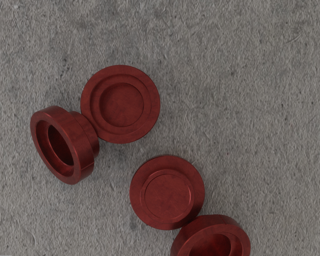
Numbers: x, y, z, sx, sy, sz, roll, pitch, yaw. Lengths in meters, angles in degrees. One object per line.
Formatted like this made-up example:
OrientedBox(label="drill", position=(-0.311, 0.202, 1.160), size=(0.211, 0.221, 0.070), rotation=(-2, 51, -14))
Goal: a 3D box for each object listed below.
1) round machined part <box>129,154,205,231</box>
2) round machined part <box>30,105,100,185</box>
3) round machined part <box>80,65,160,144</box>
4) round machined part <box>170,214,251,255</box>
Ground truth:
OrientedBox(label="round machined part", position=(0.009, 0.085, 0.401), size=(0.099, 0.042, 0.097), rotation=(0, 90, 0))
OrientedBox(label="round machined part", position=(-0.113, 0.017, 0.383), size=(0.042, 0.098, 0.098), rotation=(-32, 91, -41))
OrientedBox(label="round machined part", position=(-0.049, -0.029, 0.401), size=(0.099, 0.042, 0.097), rotation=(0, 90, 0))
OrientedBox(label="round machined part", position=(0.060, 0.150, 0.390), size=(0.099, 0.042, 0.097), rotation=(-5, 111, -14))
